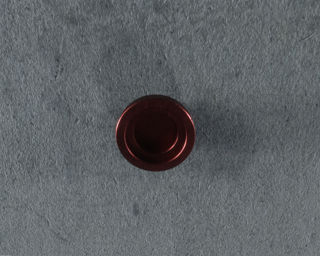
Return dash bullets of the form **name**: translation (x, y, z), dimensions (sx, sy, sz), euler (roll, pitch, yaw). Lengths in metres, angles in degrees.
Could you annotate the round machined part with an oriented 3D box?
- **round machined part**: translation (-0.005, 0.004, 0.402), dimensions (0.099, 0.042, 0.097), euler (0, 110, 0)
